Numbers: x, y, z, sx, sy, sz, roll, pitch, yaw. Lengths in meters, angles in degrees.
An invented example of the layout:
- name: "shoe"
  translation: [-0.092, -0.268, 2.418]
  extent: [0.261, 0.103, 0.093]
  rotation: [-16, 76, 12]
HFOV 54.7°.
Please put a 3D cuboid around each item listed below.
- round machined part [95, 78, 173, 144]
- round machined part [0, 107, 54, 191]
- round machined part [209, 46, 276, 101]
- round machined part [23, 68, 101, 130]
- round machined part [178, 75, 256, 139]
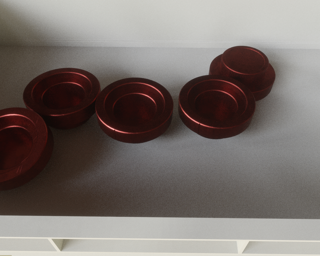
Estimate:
- name: "round machined part"
  translation: [-0.033, -0.018, 0.408]
  extent: [0.099, 0.042, 0.098]
  rotation: [1, 51, -1]
- name: "round machined part"
  translation: [-0.173, 0.027, 0.363]
  extent: [0.099, 0.042, 0.098]
  rotation: [-2, 59, 4]
- name: "round machined part"
  translation: [0.125, -0.087, 0.468]
  extent: [0.099, 0.042, 0.098]
  rotation: [0, 50, 0]
- name: "round machined part"
  translation: [-0.128, -0.036, 0.421]
  extent: [0.099, 0.042, 0.098]
  rotation: [1, 46, -1]
- name: "round machined part"
  translation: [0.073, -0.024, 0.414]
  extent: [0.099, 0.042, 0.098]
  rotation: [0, 50, 0]
